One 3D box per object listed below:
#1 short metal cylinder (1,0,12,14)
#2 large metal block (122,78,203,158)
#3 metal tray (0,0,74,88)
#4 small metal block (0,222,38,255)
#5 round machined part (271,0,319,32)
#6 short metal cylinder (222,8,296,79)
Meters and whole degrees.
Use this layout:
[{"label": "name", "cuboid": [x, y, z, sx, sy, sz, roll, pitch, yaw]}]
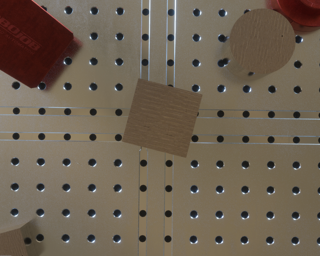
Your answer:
[{"label": "short metal cylinder", "cuboid": [-0.229, -0.176, 0.384, 0.080, 0.080, 0.050, 35, 90, 0]}, {"label": "large metal block", "cuboid": [0.003, -0.012, 0.401, 0.080, 0.050, 0.080, 14, 90, 0]}, {"label": "metal tray", "cuboid": [-0.184, -0.119, 0.371, 0.130, 0.030, 0.090, 36, 90, -40]}, {"label": "small metal block", "cuboid": [-0.198, 0.160, 0.412, 0.050, 0.025, 0.050, -16, 90, 0]}, {"label": "round machined part", "cuboid": [0.201, -0.181, 0.406, 0.099, 0.042, 0.097, 0, 90, 0]}, {"label": "short metal cylinder", "cuboid": [0.125, -0.106, 0.401, 0.081, 0.050, 0.080, 0, 90, 0]}]
